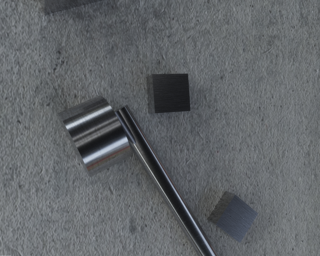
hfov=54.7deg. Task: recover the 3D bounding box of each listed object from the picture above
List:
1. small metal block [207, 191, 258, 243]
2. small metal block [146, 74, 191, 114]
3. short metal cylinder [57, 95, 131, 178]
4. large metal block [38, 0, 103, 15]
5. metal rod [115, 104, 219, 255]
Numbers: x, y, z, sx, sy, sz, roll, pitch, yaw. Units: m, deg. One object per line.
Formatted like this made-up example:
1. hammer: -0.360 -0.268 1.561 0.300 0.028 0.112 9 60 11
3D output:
1. small metal block: 0.106 0.129 0.450 0.050 0.025 0.050 40 77 -16
2. small metal block: 0.011 -0.046 0.414 0.050 0.025 0.050 -5 92 -20
3. short metal cylinder: -0.075 0.009 0.353 0.050 0.080 0.080 -27 99 -18
4. large metal block: -0.109 -0.187 0.356 0.081 0.050 0.080 -23 98 -19
5. metal rod: 0.023 0.103 0.418 0.025 0.025 0.299 -34 101 -17
